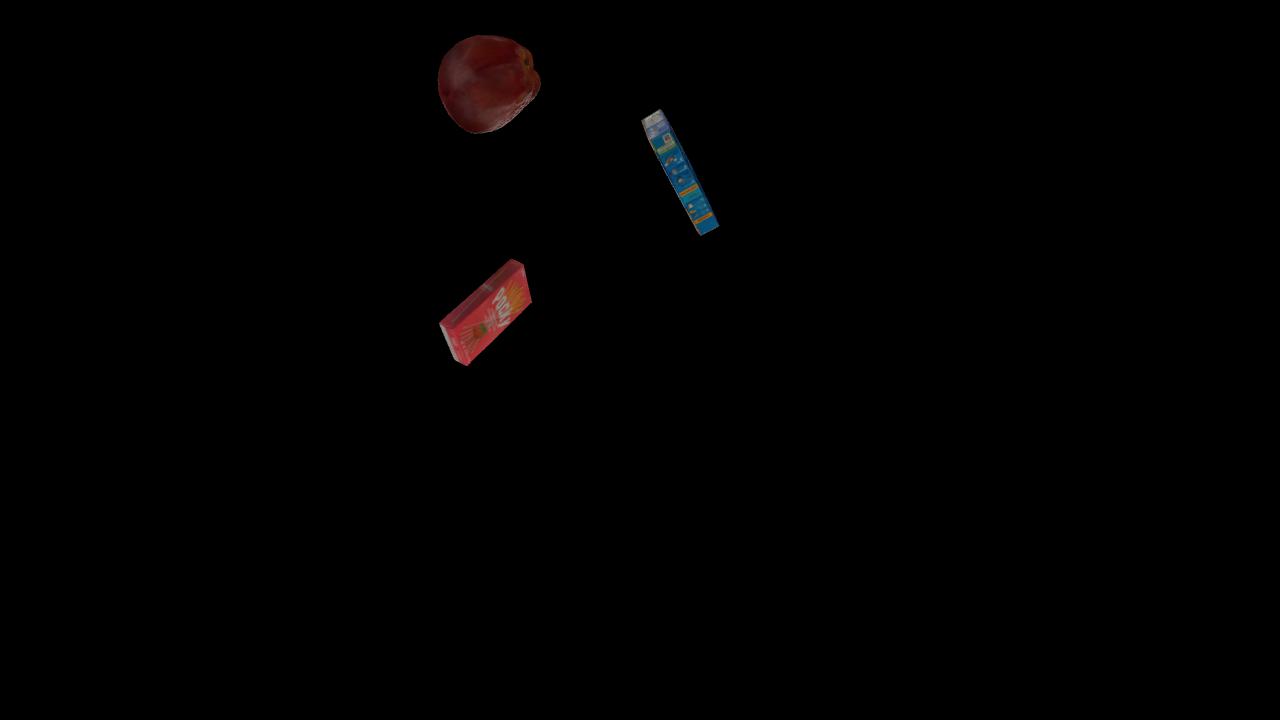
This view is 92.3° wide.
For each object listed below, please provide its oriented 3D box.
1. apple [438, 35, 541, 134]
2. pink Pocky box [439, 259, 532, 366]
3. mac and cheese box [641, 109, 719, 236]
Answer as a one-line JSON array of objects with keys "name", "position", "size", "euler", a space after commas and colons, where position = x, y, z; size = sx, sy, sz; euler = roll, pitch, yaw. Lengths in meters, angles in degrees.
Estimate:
[{"name": "apple", "position": [-0.141, -0.255, 0.568], "size": [0.093, 0.079, 0.079], "euler": [-15, -6, 24]}, {"name": "pink Pocky box", "position": [-0.222, -0.071, 0.906], "size": [0.029, 0.155, 0.084], "euler": [27, -33, 20]}, {"name": "mac and cheese box", "position": [0.065, -0.294, 0.973], "size": [0.041, 0.184, 0.093], "euler": [-27, 39, 11]}]
